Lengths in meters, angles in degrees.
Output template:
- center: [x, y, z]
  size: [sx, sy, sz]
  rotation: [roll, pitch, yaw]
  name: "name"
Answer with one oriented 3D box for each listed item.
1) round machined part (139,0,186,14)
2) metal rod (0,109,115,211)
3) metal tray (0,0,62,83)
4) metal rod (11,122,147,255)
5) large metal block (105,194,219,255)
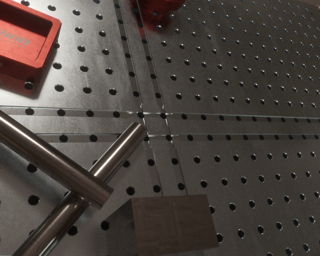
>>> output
- center: [-0.003, -0.242, 0.545]
  size: [0.099, 0.042, 0.098]
  rotation: [14, 56, -21]
  name: "round machined part"
- center: [-0.175, -0.015, 0.305]
  size: [0.301, 0.025, 0.025]
  rotation: [35, 51, 1]
  name: "metal rod"
- center: [-0.196, -0.116, 0.370]
  size: [0.131, 0.030, 0.090]
  rotation: [19, 54, -18]
  name: "metal tray"
- center: [-0.100, 0.094, 0.297]
  size: [0.025, 0.025, 0.301]
  rotation: [40, 51, -2]
  name: "metal rod"
- center: [-0.002, 0.104, 0.309]
  size: [0.081, 0.080, 0.050]
  rotation: [4, 60, -27]
  name: "large metal block"
